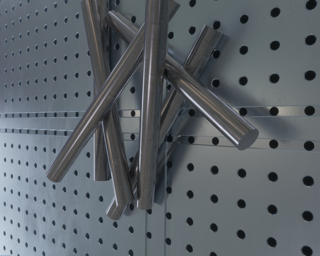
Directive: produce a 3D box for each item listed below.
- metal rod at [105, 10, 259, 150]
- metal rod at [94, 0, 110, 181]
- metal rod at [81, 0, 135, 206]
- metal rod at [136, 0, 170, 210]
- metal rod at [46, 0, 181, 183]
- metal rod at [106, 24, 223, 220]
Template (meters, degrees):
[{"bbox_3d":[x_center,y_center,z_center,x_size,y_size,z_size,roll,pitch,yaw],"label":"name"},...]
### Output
[{"bbox_3d":[0.005,-0.078,0.377,0.300,0.025,0.025,49,120,39],"label":"metal rod"},{"bbox_3d":[-0.091,-0.068,0.486,0.025,0.025,0.298,0,90,40],"label":"metal rod"},{"bbox_3d":[-0.076,-0.043,0.439,0.025,0.025,0.299,-20,77,38],"label":"metal rod"},{"bbox_3d":[-0.010,-0.029,0.366,0.025,0.025,0.298,25,122,37],"label":"metal rod"},{"bbox_3d":[-0.072,-0.037,0.404,0.299,0.025,0.025,-52,60,23],"label":"metal rod"},{"bbox_3d":[-0.004,0.008,0.413,0.025,0.025,0.298,42,115,32],"label":"metal rod"}]
